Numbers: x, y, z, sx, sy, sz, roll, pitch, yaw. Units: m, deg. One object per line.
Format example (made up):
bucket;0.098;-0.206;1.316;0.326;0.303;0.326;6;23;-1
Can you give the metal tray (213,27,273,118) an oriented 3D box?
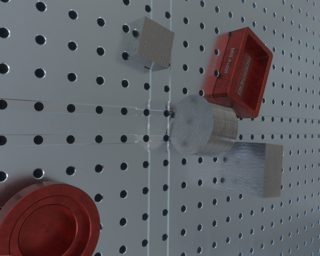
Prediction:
metal tray;0.144;-0.092;0.526;0.090;0.030;0.130;29;72;-36

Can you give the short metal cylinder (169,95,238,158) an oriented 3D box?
short metal cylinder;0.058;-0.001;0.423;0.050;0.080;0.080;11;83;-40

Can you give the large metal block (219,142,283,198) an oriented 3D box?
large metal block;0.144;0.064;0.495;0.050;0.080;0.080;8;85;-40

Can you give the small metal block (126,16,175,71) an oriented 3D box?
small metal block;-0.012;-0.107;0.399;0.050;0.025;0.050;17;79;-39

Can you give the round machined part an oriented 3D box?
round machined part;-0.113;0.101;0.304;0.099;0.042;0.097;0;90;-40
